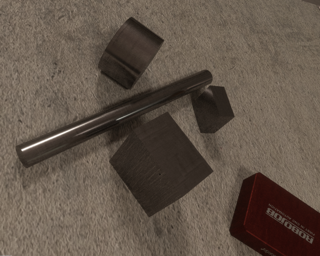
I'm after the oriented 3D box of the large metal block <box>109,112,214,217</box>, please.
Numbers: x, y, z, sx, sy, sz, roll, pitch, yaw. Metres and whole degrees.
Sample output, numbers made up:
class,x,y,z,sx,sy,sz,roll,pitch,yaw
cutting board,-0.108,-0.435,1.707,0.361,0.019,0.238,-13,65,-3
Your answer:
class,x,y,z,sx,sy,sz,roll,pitch,yaw
large metal block,-0.002,0.042,0.343,0.050,0.080,0.080,-30,79,-38

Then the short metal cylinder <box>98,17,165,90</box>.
class,x,y,z,sx,sy,sz,roll,pitch,yaw
short metal cylinder,-0.038,-0.097,0.409,0.050,0.080,0.080,35,51,-6

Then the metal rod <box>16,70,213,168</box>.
class,x,y,z,sx,sy,sz,roll,pitch,yaw
metal rod,-0.032,-0.026,0.403,0.302,0.025,0.025,-27,77,-37

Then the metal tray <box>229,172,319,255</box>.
class,x,y,z,sx,sy,sz,roll,pitch,yaw
metal tray,0.162,0.131,0.411,0.130,0.030,0.090,34,51,-6

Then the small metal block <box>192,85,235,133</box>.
class,x,y,z,sx,sy,sz,roll,pitch,yaw
small metal block,0.075,-0.026,0.446,0.025,0.050,0.050,1,61,-28
